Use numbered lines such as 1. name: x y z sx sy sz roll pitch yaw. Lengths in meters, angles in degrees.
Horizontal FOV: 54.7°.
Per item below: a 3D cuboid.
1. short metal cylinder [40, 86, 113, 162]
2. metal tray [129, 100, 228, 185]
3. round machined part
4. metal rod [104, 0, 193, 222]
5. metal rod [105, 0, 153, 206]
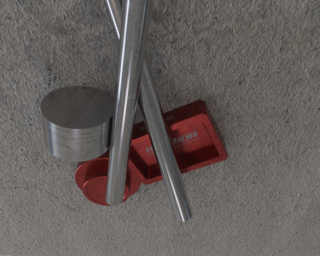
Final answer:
1. short metal cylinder: -0.096 -0.007 0.365 0.081 0.080 0.050 7 130 -6
2. metal tray: 0.016 0.024 0.424 0.130 0.030 0.090 -21 128 16
3. round machined part: -0.078 0.080 0.463 0.099 0.042 0.097 0 130 0
4. metal rod: -0.005 -0.003 0.367 0.025 0.025 0.298 -12 118 10
5. metal rod: -0.039 -0.015 0.341 0.025 0.025 0.298 7 129 -6
